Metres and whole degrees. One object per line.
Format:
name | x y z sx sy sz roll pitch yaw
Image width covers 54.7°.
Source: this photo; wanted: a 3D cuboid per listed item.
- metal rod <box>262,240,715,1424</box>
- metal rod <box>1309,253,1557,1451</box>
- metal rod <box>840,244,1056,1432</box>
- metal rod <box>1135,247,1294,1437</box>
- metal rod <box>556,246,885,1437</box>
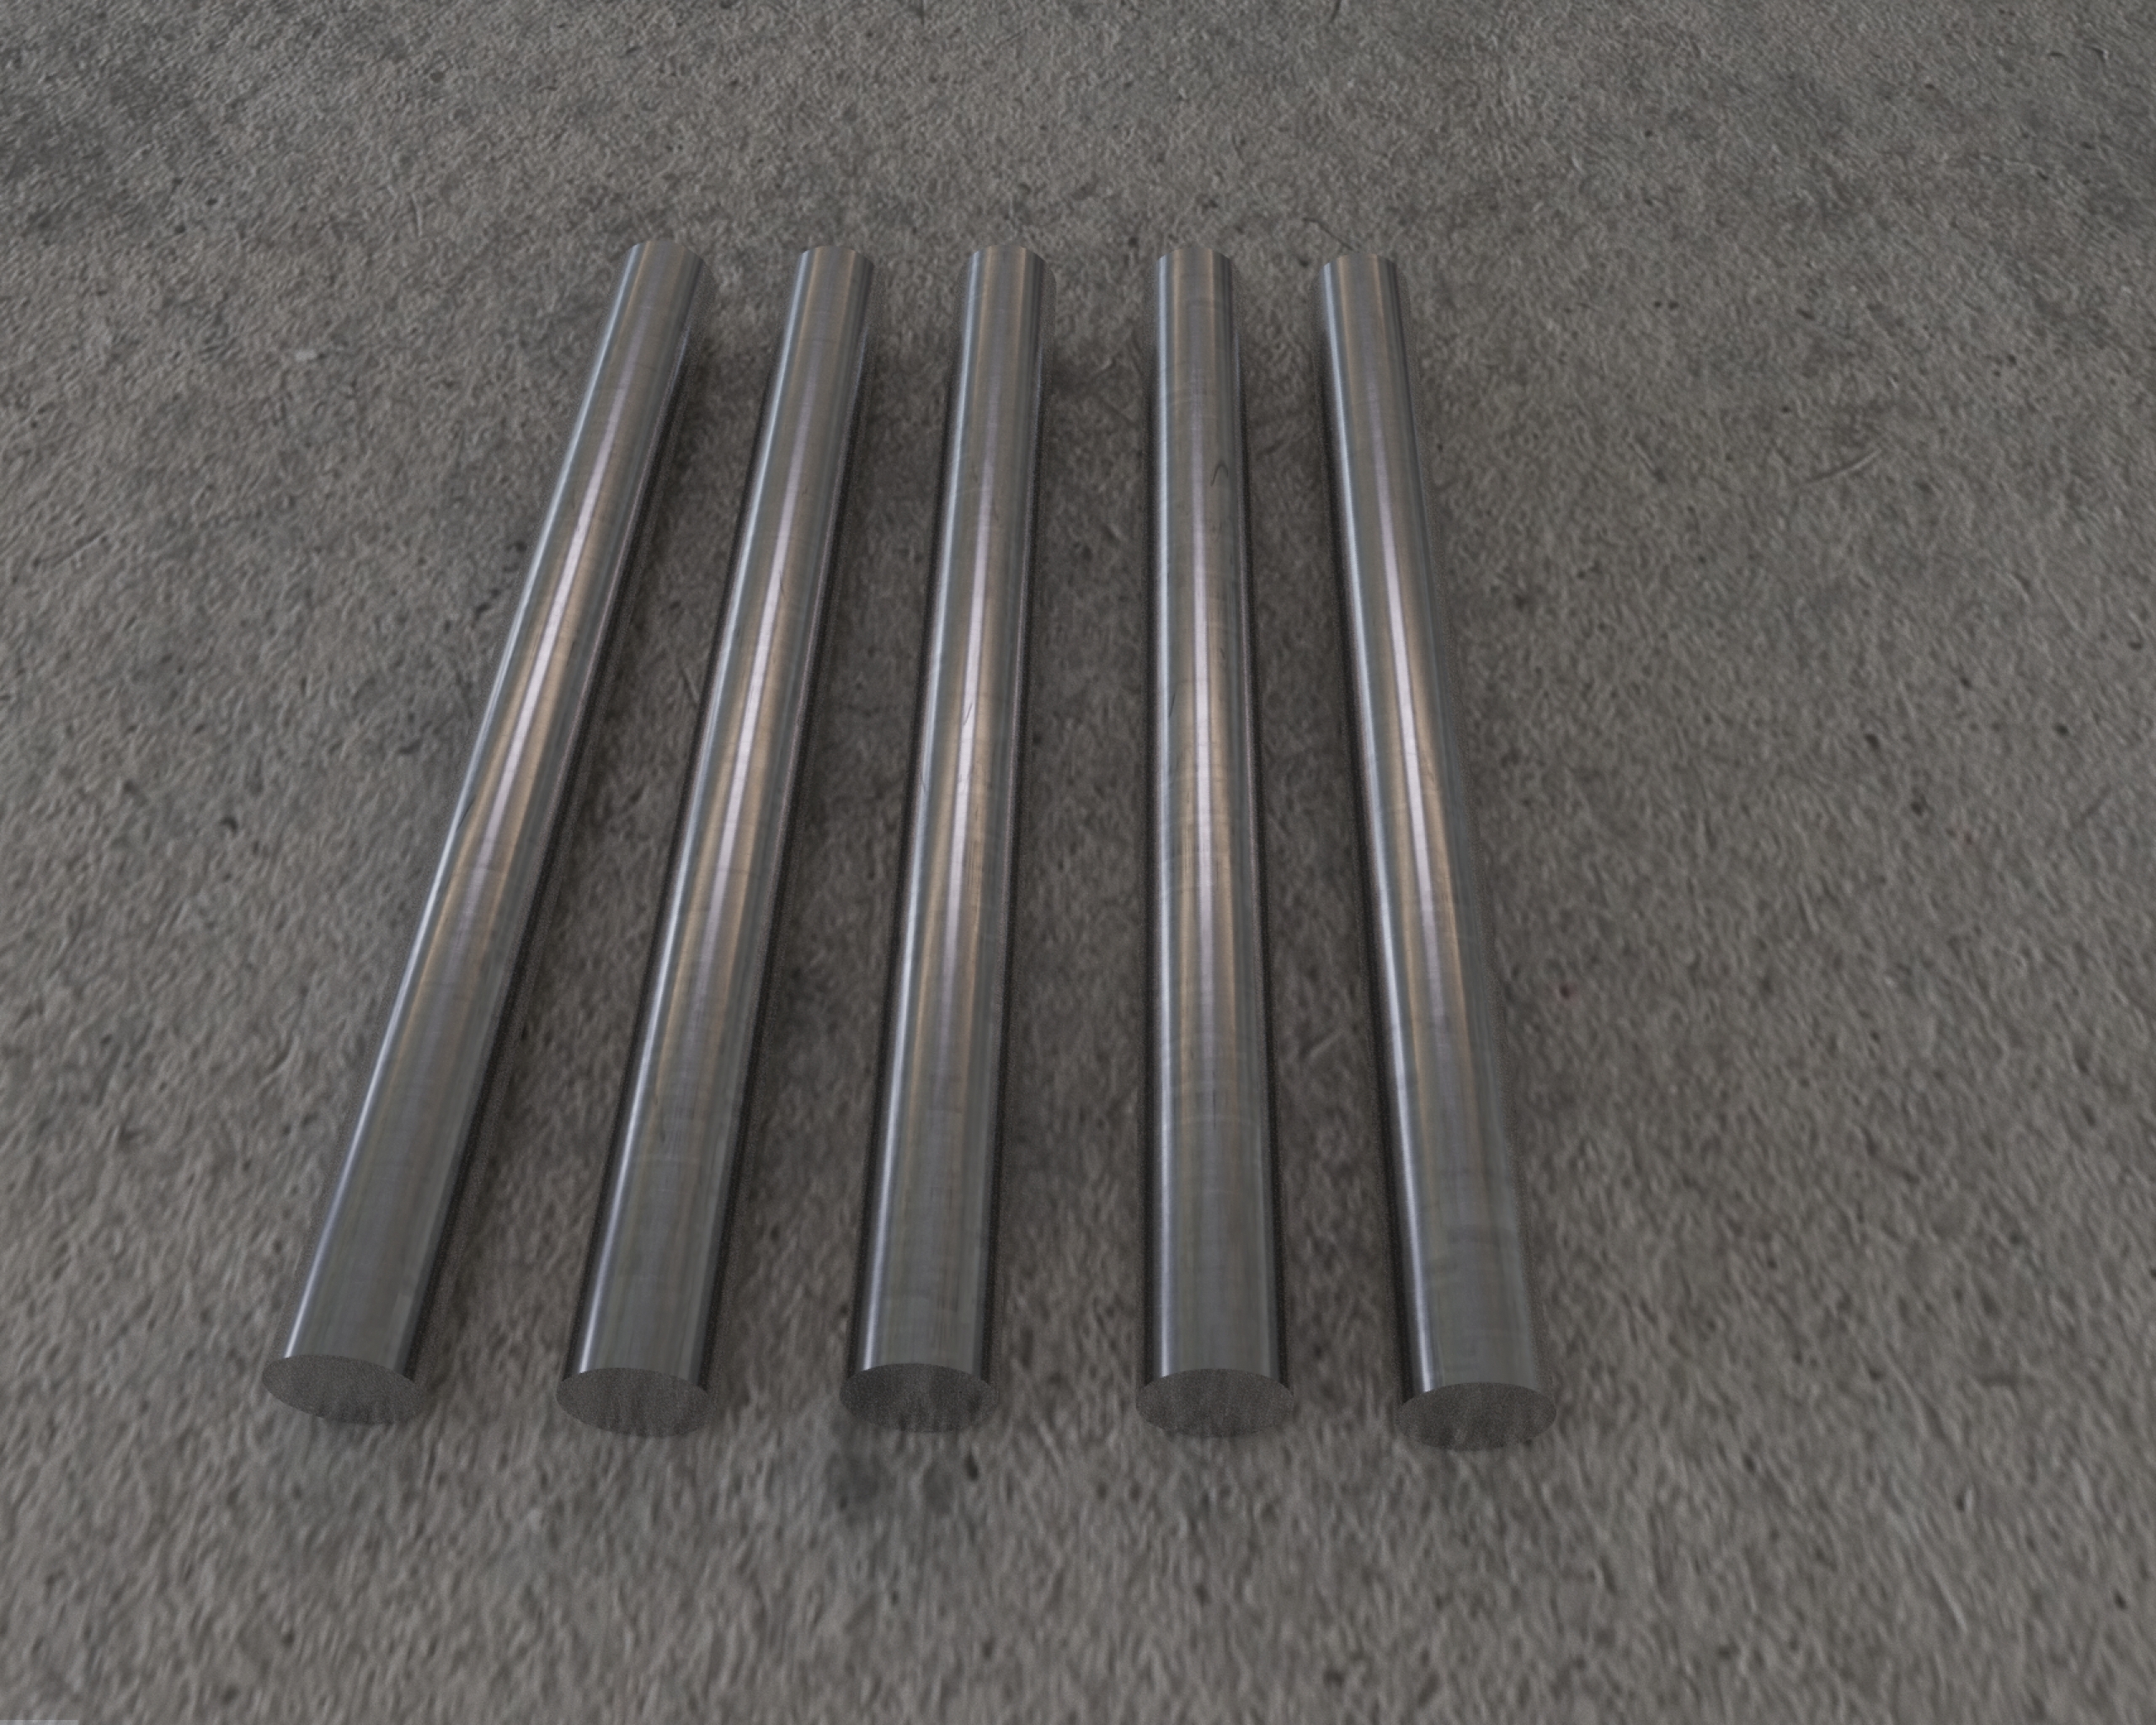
metal rod | -0.110 -0.031 0.428 0.025 0.025 0.300 2 50 2
metal rod | 0.066 -0.027 0.426 0.025 0.025 0.300 1 50 1
metal rod | -0.022 -0.030 0.427 0.025 0.025 0.300 1 50 1
metal rod | 0.025 -0.029 0.427 0.025 0.025 0.300 1 50 1
metal rod | -0.065 -0.029 0.426 0.025 0.025 0.300 1 50 1
